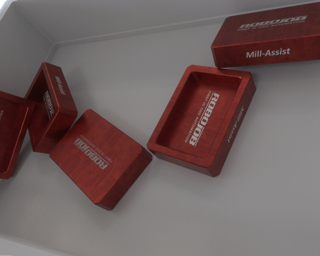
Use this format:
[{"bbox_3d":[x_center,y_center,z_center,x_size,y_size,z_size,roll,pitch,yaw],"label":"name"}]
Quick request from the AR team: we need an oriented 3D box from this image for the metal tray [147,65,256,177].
[{"bbox_3d":[0.052,-0.014,0.383,0.090,0.030,0.130,16,70,34],"label":"metal tray"}]

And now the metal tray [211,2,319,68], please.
[{"bbox_3d":[0.138,-0.114,0.381,0.130,0.030,0.090,1,41,28],"label":"metal tray"}]

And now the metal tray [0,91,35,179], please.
[{"bbox_3d":[-0.257,0.007,0.470,0.030,0.090,0.129,13,85,44],"label":"metal tray"}]

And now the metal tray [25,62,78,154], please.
[{"bbox_3d":[-0.179,-0.033,0.493,0.090,0.030,0.130,-52,47,23],"label":"metal tray"}]

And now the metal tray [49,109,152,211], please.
[{"bbox_3d":[-0.084,0.038,0.424,0.130,0.030,0.090,32,79,38],"label":"metal tray"}]
